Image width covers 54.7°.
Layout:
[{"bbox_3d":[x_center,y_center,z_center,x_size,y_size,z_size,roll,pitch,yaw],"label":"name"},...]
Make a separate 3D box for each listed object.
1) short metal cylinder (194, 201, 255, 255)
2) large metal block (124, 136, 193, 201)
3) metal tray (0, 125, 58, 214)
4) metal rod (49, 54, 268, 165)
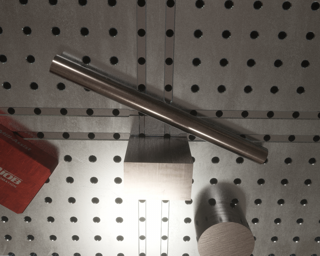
[{"bbox_3d":[0.093,0.157,0.459,0.081,0.050,0.079,0,110,-1],"label":"short metal cylinder"},{"bbox_3d":[-0.003,0.050,0.402,0.081,0.080,0.050,1,110,-1],"label":"large metal block"},{"bbox_3d":[-0.222,0.049,0.426,0.130,0.030,0.090,36,106,-13],"label":"metal tray"},{"bbox_3d":[0.006,-0.020,0.406,0.302,0.025,0.025,23,108,-9],"label":"metal rod"}]
